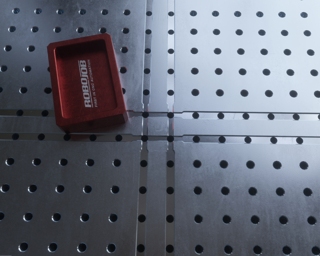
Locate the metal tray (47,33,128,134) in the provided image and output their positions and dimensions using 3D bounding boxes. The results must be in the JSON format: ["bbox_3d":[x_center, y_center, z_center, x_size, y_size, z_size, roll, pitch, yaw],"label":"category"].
[{"bbox_3d":[-0.101,-0.064,0.431,0.091,0.030,0.130,-12,70,-5],"label":"metal tray"}]
